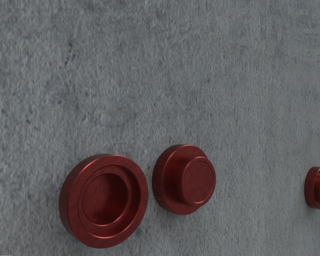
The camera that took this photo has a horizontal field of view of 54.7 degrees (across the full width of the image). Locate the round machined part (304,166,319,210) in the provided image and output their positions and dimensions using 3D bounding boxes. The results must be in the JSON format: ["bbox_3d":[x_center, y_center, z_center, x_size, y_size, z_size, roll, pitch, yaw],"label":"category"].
[{"bbox_3d":[0.377,0.140,0.715,0.099,0.042,0.097,0,90,-40],"label":"round machined part"}]

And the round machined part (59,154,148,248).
[{"bbox_3d":[-0.064,0.077,0.342,0.099,0.042,0.097,0,90,-40],"label":"round machined part"}]

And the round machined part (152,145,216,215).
[{"bbox_3d":[0.040,0.072,0.430,0.099,0.042,0.097,0,90,-40],"label":"round machined part"}]
